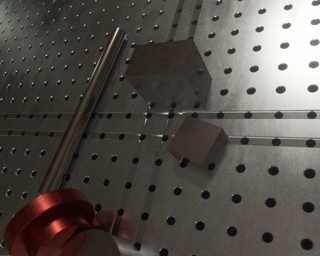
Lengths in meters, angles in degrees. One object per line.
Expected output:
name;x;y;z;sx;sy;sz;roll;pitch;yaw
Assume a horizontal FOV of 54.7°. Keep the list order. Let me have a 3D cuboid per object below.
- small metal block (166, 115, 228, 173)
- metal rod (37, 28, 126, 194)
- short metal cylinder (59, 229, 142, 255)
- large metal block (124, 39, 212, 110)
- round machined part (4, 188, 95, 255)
small metal block;0.045;0.018;0.373;0.050;0.025;0.050;23;74;36
metal rod;-0.115;-0.037;0.489;0.025;0.025;0.300;5;64;30
short metal cylinder;-0.063;0.154;0.330;0.080;0.050;0.080;-13;56;20
large metal block;0.014;-0.066;0.405;0.080;0.080;0.050;2;63;29
round machined part;-0.116;0.119;0.349;0.098;0.098;0.042;-46;56;-4
